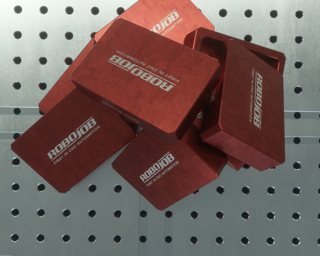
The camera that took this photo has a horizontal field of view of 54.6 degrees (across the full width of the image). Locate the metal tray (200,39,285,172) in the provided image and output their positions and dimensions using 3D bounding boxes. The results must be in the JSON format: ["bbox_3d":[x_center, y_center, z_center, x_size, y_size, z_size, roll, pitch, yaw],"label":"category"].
[{"bbox_3d":[0.097,-0.028,0.348,0.090,0.030,0.130,28,54,-20],"label":"metal tray"}]

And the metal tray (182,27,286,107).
[{"bbox_3d":[0.090,-0.063,0.389,0.131,0.030,0.090,10,90,-20],"label":"metal tray"}]

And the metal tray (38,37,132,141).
[{"bbox_3d":[-0.082,-0.049,0.410,0.090,0.030,0.130,39,90,0],"label":"metal tray"}]

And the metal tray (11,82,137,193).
[{"bbox_3d":[-0.105,0.011,0.388,0.130,0.030,0.090,-38,106,11],"label":"metal tray"}]

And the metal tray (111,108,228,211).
[{"bbox_3d":[0.005,0.041,0.367,0.090,0.129,0.030,43,48,-1],"label":"metal tray"}]

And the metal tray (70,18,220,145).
[{"bbox_3d":[-0.015,-0.052,0.323,0.130,0.030,0.090,29,75,19],"label":"metal tray"}]

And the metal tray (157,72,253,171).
[{"bbox_3d":[0.050,-0.008,0.382,0.130,0.090,0.030,44,91,1],"label":"metal tray"}]

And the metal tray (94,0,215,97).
[{"bbox_3d":[-0.006,-0.114,0.392,0.130,0.030,0.090,-43,92,-14],"label":"metal tray"}]
